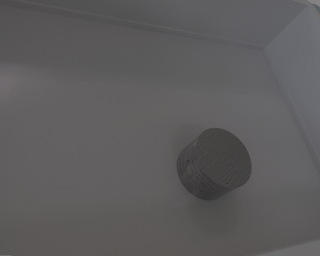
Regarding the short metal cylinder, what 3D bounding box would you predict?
[{"bbox_3d":[0.069,0.047,0.398,0.081,0.050,0.080,13,56,-21],"label":"short metal cylinder"}]
